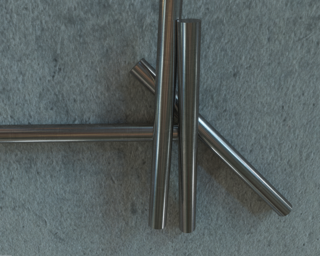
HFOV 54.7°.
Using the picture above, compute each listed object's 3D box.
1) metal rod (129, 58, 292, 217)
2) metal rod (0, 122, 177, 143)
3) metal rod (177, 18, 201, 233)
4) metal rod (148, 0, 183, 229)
[{"bbox_3d":[0.077,0.021,0.418,0.300,0.025,0.025,43,104,-15],"label":"metal rod"},{"bbox_3d":[-0.125,0.007,0.410,0.302,0.025,0.025,-1,110,-1],"label":"metal rod"},{"bbox_3d":[0.036,0.019,0.393,0.025,0.025,0.298,-2,119,0],"label":"metal rod"},{"bbox_3d":[0.004,-0.007,0.379,0.025,0.025,0.298,3,110,-2],"label":"metal rod"}]
